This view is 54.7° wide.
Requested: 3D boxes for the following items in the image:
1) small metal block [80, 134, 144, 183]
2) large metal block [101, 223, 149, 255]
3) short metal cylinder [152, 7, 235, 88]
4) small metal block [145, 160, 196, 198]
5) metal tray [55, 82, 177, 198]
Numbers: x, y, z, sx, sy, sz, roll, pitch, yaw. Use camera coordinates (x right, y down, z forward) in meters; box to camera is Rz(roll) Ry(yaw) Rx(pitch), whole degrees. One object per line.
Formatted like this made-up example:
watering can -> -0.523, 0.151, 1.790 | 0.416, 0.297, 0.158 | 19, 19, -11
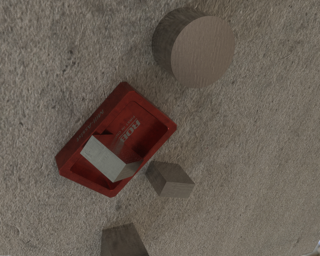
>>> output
small metal block -> -0.053, 0.033, 0.352 | 0.025, 0.050, 0.050 | -55, 164, 11
large metal block -> -0.054, 0.207, 0.469 | 0.050, 0.080, 0.079 | -6, 121, -26
short metal cylinder -> 0.037, -0.092, 0.354 | 0.081, 0.050, 0.079 | -14, 124, -21
small metal block -> 0.014, 0.074, 0.444 | 0.050, 0.050, 0.025 | 12, 112, -33
metal tray -> -0.053, 0.018, 0.385 | 0.130, 0.030, 0.090 | -48, 129, 5
